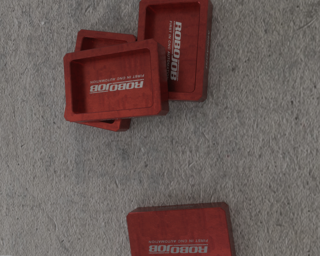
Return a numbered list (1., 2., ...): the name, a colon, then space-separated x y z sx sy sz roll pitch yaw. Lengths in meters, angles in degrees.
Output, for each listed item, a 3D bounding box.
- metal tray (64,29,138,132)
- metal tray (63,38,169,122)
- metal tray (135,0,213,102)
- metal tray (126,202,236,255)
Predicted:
1. metal tray: -0.079 -0.066 0.434 0.090 0.030 0.129 12 94 19
2. metal tray: -0.057 -0.056 0.393 0.130 0.030 0.089 -4 89 19
3. metal tray: 0.017 -0.100 0.400 0.090 0.030 0.129 4 91 19
4. metal tray: 0.027 0.146 0.397 0.130 0.030 0.089 -9 87 19
